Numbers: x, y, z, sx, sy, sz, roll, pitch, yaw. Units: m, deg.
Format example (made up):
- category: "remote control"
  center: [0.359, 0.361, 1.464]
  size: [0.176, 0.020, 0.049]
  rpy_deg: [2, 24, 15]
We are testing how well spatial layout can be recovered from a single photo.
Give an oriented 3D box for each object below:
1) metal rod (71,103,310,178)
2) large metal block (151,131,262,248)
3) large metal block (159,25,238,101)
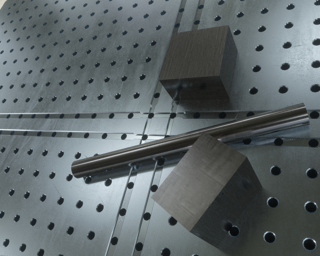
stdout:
- category: "metal rod"
  center: [0.021, 0.021, 0.384]
  size: [0.301, 0.025, 0.025]
  rpy_deg: [-15, 56, 19]
- category: "large metal block"
  center: [0.050, 0.063, 0.308]
  size: [0.050, 0.080, 0.080]
  rpy_deg: [33, 80, 38]
- category: "large metal block"
  center: [0.054, -0.085, 0.416]
  size: [0.080, 0.050, 0.080]
  rpy_deg: [0, 62, 28]
